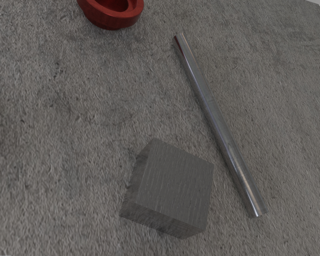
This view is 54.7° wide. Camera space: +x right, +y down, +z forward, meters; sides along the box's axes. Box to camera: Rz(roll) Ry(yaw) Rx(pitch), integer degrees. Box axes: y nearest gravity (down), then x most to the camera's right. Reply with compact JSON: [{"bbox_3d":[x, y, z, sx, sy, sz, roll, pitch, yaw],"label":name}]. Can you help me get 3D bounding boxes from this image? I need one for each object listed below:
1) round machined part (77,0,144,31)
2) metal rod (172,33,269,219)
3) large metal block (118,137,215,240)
[{"bbox_3d":[-0.077,-0.186,0.465,0.099,0.042,0.098,14,56,-21],"label":"round machined part"},{"bbox_3d":[0.081,-0.017,0.457,0.025,0.025,0.299,-7,65,-32],"label":"metal rod"},{"bbox_3d":[0.009,0.069,0.350,0.080,0.050,0.080,25,53,-13],"label":"large metal block"}]
